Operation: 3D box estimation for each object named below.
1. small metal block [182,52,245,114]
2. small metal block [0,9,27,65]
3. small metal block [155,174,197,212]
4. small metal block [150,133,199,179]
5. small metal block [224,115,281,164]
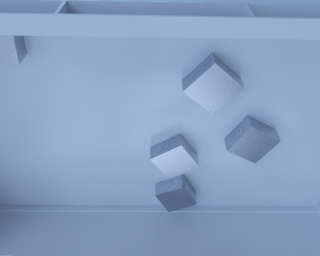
[{"bbox_3d":[0.062,-0.051,0.366,0.050,0.025,0.050,34,122,-26],"label":"small metal block"},{"bbox_3d":[-0.174,-0.097,0.325,0.050,0.025,0.050,5,130,-4],"label":"small metal block"},{"bbox_3d":[0.026,0.106,0.499,0.050,0.025,0.050,-20,128,16],"label":"small metal block"},{"bbox_3d":[0.021,0.041,0.444,0.050,0.025,0.050,-26,126,20],"label":"small metal block"},{"bbox_3d":[0.125,0.016,0.424,0.050,0.025,0.050,24,126,-19],"label":"small metal block"}]
